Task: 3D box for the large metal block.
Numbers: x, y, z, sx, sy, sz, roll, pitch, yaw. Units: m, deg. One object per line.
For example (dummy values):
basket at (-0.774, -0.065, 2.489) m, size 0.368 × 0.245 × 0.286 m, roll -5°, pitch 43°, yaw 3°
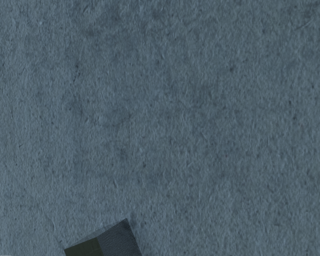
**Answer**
large metal block at (-0.066, 0.174, 0.402) m, size 0.050 × 0.080 × 0.080 m, roll -26°, pitch 82°, yaw 18°
